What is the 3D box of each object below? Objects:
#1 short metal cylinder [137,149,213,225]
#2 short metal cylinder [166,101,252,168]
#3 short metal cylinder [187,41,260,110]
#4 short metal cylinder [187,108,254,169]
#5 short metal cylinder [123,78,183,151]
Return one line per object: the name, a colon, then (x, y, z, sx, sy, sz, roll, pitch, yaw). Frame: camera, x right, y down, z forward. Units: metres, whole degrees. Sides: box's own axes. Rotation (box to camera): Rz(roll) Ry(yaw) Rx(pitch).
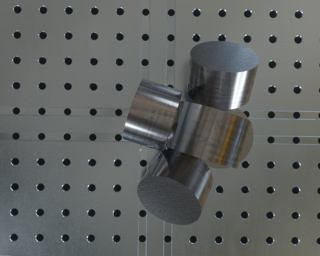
short metal cylinder: (0.019, 0.072, 0.380, 0.080, 0.050, 0.079, 14, 129, 18)
short metal cylinder: (0.052, 0.007, 0.335, 0.080, 0.080, 0.050, 17, 90, 0)
short metal cylinder: (0.075, -0.066, 0.379, 0.081, 0.080, 0.050, 2, 130, 0)
short metal cylinder: (0.073, 0.010, 0.400, 0.081, 0.050, 0.080, 0, 89, 0)
short metal cylinder: (-0.009, -0.016, 0.385, 0.050, 0.080, 0.080, 19, 90, 0)
